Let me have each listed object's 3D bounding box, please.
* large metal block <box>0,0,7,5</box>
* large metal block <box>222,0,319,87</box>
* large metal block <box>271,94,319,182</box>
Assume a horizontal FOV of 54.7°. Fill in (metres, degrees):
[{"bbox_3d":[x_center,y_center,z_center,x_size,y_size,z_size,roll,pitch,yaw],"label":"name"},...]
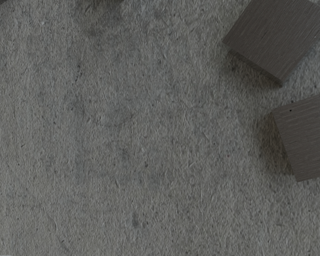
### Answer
[{"bbox_3d":[-0.276,-0.247,0.493,0.080,0.050,0.080,-21,83,18],"label":"large metal block"},{"bbox_3d":[0.130,-0.104,0.350,0.080,0.050,0.080,39,102,16],"label":"large metal block"},{"bbox_3d":[0.174,0.006,0.334,0.080,0.050,0.080,-19,84,19],"label":"large metal block"}]
